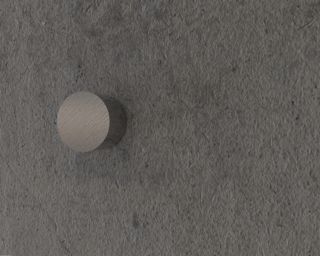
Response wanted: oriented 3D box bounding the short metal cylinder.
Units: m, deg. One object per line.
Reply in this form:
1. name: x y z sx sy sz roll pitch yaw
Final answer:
1. short metal cylinder: -0.093 -0.008 0.429 0.080 0.050 0.080 0 90 20
